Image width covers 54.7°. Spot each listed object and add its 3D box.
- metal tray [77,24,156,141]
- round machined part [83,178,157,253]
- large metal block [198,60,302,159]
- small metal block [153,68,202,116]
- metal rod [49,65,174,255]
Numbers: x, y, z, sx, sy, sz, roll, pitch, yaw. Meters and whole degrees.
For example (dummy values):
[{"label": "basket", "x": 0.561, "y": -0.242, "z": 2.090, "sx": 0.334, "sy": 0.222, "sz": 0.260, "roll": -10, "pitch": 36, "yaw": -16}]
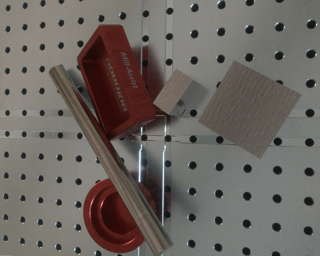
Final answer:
[{"label": "metal tray", "x": -0.061, "y": -0.056, "z": 0.406, "sx": 0.090, "sy": 0.030, "sz": 0.129, "roll": -29, "pitch": 79, "yaw": 52}, {"label": "round machined part", "x": -0.050, "y": 0.113, "z": 0.420, "sx": 0.098, "sy": 0.042, "sz": 0.097, "roll": 0, "pitch": 90, "yaw": 19}, {"label": "large metal block", "x": 0.104, "y": -0.021, "z": 0.363, "sx": 0.080, "sy": 0.050, "sz": 0.080, "roll": 32, "pitch": 100, "yaw": 16}, {"label": "small metal block", "x": 0.023, "y": -0.043, "z": 0.390, "sx": 0.025, "sy": 0.050, "sz": 0.050, "roll": 38, "pitch": 102, "yaw": 16}, {"label": "metal rod", "x": -0.075, "y": 0.026, "z": 0.405, "sx": 0.025, "sy": 0.025, "sz": 0.300, "roll": -43, "pitch": 65, "yaw": 15}]
